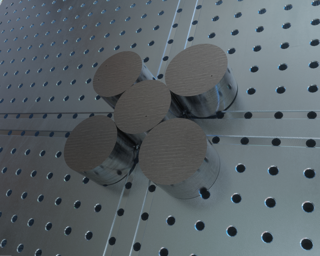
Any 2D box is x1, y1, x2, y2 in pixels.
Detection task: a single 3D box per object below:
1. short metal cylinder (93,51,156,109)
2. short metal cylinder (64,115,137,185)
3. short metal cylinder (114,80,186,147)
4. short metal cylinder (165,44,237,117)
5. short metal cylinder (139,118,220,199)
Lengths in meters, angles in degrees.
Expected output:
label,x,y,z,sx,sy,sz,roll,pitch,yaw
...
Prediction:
label,x,y,z,sx,sy,sz,roll,pitch,yaw
short metal cylinder,-0.051,-0.066,0.457,0.080,0.050,0.080,-13,56,20
short metal cylinder,-0.079,0.030,0.412,0.080,0.050,0.080,-13,56,20
short metal cylinder,-0.013,-0.016,0.407,0.080,0.050,0.080,-13,56,20
short metal cylinder,0.053,-0.061,0.398,0.080,0.050,0.080,-13,56,20
short metal cylinder,0.023,0.035,0.357,0.080,0.050,0.080,-13,56,20
